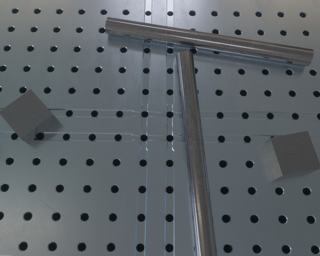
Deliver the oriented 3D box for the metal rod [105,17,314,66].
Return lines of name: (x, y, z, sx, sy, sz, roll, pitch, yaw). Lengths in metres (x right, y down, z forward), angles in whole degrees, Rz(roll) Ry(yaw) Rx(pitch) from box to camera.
metal rod: (0.069, -0.128, 0.458, 0.302, 0.025, 0.025, 10, 70, 3)

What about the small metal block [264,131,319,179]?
small metal block: (0.170, 0.035, 0.400, 0.050, 0.025, 0.050, -10, 70, -4)

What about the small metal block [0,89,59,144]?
small metal block: (-0.175, -0.015, 0.416, 0.050, 0.025, 0.050, -41, 75, -14)

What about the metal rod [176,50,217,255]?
metal rod: (0.046, 0.034, 0.399, 0.025, 0.025, 0.299, -4, 70, -1)
